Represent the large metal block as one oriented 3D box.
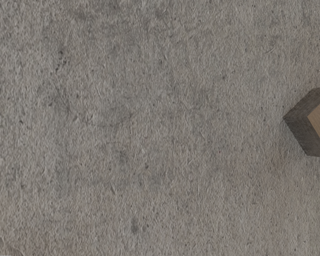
[{"bbox_3d":[0.257,-0.010,0.491,0.080,0.050,0.080,-40,103,-16],"label":"large metal block"}]
